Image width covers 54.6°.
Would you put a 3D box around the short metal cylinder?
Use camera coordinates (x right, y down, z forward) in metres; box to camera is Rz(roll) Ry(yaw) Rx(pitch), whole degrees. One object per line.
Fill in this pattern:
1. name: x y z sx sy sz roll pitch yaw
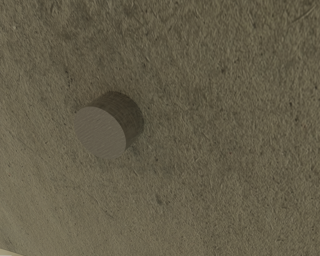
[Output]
1. short metal cylinder: -0.069 -0.004 0.425 0.080 0.050 0.080 13 124 21
